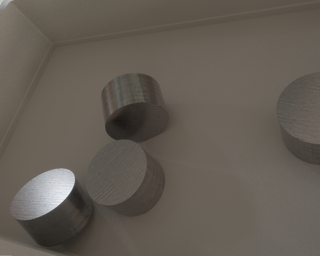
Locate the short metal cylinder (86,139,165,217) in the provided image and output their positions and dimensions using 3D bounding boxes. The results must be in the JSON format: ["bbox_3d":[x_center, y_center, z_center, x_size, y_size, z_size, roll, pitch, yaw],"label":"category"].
[{"bbox_3d":[-0.041,0.060,0.373,0.080,0.050,0.080,-13,56,20],"label":"short metal cylinder"}]

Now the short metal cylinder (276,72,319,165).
[{"bbox_3d":[0.162,-0.009,0.310,0.080,0.050,0.080,-13,56,20],"label":"short metal cylinder"}]

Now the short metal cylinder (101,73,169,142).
[{"bbox_3d":[-0.033,-0.024,0.401,0.080,0.080,0.050,-25,53,13],"label":"short metal cylinder"}]

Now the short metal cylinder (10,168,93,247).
[{"bbox_3d":[-0.131,0.096,0.380,0.080,0.050,0.080,-14,33,10],"label":"short metal cylinder"}]
